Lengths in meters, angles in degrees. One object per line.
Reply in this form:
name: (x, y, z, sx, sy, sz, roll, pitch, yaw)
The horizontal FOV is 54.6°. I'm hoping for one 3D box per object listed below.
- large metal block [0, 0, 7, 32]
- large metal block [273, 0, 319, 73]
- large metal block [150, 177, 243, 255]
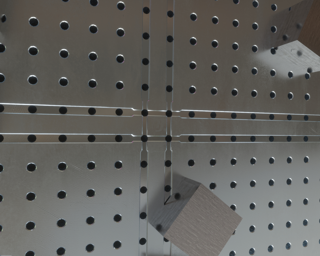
large metal block: (-0.206, -0.158, 0.323, 0.081, 0.050, 0.080, 12, 86, -20)
large metal block: (0.239, -0.144, 0.487, 0.080, 0.050, 0.080, 28, 81, -18)
large metal block: (0.049, 0.126, 0.417, 0.080, 0.050, 0.080, 42, 77, -15)
